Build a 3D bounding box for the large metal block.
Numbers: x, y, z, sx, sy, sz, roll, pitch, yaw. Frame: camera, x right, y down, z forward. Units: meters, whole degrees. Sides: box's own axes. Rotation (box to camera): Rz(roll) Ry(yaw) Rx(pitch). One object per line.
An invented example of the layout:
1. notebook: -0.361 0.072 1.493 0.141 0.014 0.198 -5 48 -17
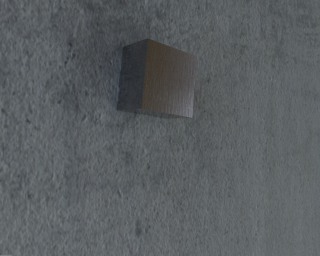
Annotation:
1. large metal block: -0.003 -0.057 0.388 0.081 0.050 0.080 8 85 -40
